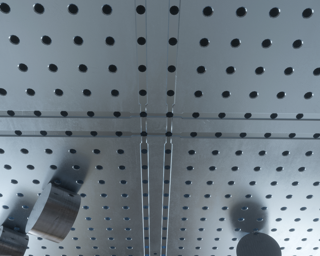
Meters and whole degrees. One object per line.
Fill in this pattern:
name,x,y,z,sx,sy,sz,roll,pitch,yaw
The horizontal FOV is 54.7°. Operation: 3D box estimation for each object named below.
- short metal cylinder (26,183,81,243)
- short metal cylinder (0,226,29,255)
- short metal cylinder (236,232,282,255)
short metal cylinder,-0.167,0.133,0.487,0.050,0.080,0.080,30,124,-23
short metal cylinder,-0.286,0.227,0.566,0.050,0.080,0.080,35,122,-26
short metal cylinder,0.189,0.248,0.588,0.080,0.080,0.050,-11,129,9
